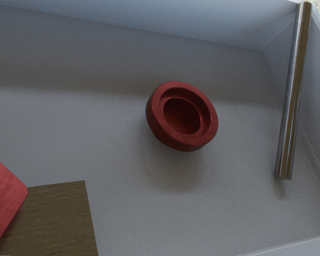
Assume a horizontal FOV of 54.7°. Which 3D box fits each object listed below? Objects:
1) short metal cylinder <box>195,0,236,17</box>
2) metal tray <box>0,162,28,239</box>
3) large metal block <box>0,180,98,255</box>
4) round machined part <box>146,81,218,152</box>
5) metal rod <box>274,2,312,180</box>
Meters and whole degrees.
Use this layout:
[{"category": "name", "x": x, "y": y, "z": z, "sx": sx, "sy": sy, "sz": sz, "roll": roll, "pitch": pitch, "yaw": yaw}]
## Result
[{"category": "short metal cylinder", "x": 0.114, "y": -0.272, "z": 0.622, "sx": 0.081, "sy": 0.050, "sz": 0.080, "roll": 14, "pitch": 56, "yaw": -21}, {"category": "metal tray", "x": -0.152, "y": 0.032, "z": 0.183, "sx": 0.130, "sy": 0.030, "sz": 0.090, "roll": 54, "pitch": 24, "yaw": -26}, {"category": "large metal block", "x": -0.106, "y": 0.097, "z": 0.274, "sx": 0.081, "sy": 0.050, "sz": 0.080, "roll": -3, "pitch": 63, "yaw": -30}, {"category": "round machined part", "x": 0.026, "y": -0.012, "z": 0.417, "sx": 0.099, "sy": 0.042, "sz": 0.098, "roll": 14, "pitch": 56, "yaw": -21}, {"category": "metal rod", "x": 0.215, "y": -0.067, "z": 0.497, "sx": 0.025, "sy": 0.025, "sz": 0.299, "roll": 17, "pitch": 76, "yaw": -19}]
